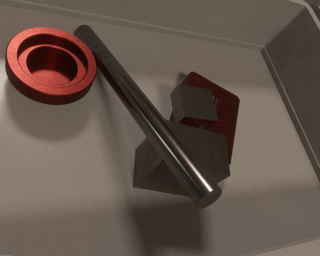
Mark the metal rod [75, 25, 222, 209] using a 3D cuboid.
[{"bbox_3d":[-0.033,-0.037,0.343,0.025,0.025,0.300,-9,45,-33],"label":"metal rod"}]

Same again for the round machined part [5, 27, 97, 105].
[{"bbox_3d":[-0.129,-0.068,0.368,0.099,0.042,0.098,14,56,-21],"label":"round machined part"}]

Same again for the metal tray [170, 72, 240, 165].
[{"bbox_3d":[0.063,-0.011,0.445,0.090,0.030,0.130,27,52,-11],"label":"metal tray"}]

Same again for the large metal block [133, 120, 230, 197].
[{"bbox_3d":[0.022,0.039,0.360,0.081,0.080,0.050,14,56,-21],"label":"large metal block"}]

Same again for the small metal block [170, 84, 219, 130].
[{"bbox_3d":[0.045,-0.027,0.409,0.050,0.025,0.050,7,59,-25],"label":"small metal block"}]
